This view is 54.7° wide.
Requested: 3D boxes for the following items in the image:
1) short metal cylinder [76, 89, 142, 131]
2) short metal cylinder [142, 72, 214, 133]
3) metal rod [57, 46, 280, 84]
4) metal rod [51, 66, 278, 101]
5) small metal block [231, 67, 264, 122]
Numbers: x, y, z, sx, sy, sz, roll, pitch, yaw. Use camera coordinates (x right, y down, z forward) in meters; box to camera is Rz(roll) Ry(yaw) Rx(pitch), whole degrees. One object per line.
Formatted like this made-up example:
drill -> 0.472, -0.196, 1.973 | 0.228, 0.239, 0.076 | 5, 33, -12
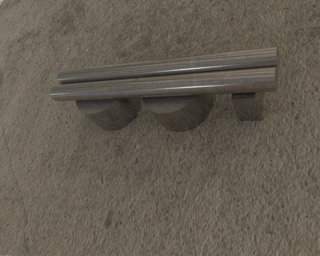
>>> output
short metal cylinder -> -0.074, -0.042, 0.453 | 0.080, 0.050, 0.080 | -13, 56, 21
short metal cylinder -> 0.023, -0.041, 0.402 | 0.080, 0.050, 0.080 | -13, 56, 21
metal rod -> -0.011, -0.073, 0.390 | 0.300, 0.025, 0.025 | 0, 62, 28
metal rod -> -0.016, -0.050, 0.379 | 0.300, 0.025, 0.025 | 0, 62, 28
small metal block -> 0.104, -0.041, 0.361 | 0.025, 0.050, 0.050 | -1, 61, 27
